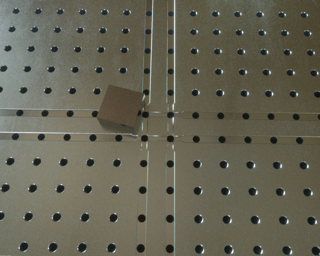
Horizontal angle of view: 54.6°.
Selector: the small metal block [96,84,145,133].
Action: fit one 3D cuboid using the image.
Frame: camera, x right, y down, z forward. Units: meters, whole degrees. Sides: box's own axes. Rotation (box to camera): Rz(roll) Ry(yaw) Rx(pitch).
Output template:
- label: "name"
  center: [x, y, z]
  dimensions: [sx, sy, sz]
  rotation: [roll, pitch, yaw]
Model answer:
- label: "small metal block"
  center: [-0.052, -0.026, 0.421]
  dimensions: [0.050, 0.025, 0.050]
  rotation: [15, 71, 5]
